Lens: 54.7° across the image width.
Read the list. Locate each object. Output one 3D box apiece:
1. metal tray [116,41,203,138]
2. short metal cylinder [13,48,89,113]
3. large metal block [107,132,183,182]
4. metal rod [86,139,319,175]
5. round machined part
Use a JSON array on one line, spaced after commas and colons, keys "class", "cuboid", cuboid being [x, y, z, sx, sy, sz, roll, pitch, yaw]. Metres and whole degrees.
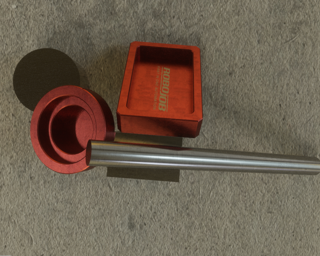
[{"class": "metal tray", "cuboid": [0.003, -0.051, 0.371, 0.091, 0.030, 0.130, 5, 50, 0]}, {"class": "short metal cylinder", "cuboid": [-0.136, -0.056, 0.397, 0.081, 0.050, 0.079, 0, 90, -1]}, {"class": "large metal block", "cuboid": [-0.017, 0.032, 0.383, 0.081, 0.080, 0.050, 5, 90, -1]}, {"class": "metal rod", "cuboid": [0.070, 0.037, 0.353, 0.302, 0.025, 0.025, 6, 90, -25]}, {"class": "round machined part", "cuboid": [-0.095, 0.002, 0.357, 0.098, 0.042, 0.097, 0, 89, 19]}]
